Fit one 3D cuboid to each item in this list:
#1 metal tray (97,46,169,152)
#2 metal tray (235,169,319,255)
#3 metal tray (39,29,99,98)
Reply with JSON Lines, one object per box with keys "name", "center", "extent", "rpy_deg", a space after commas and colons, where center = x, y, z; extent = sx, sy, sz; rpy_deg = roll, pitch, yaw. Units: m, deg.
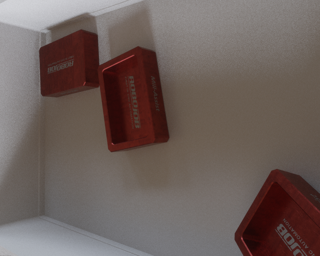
{"name": "metal tray", "center": [-0.040, -0.037, 0.434], "extent": [0.090, 0.030, 0.129], "rpy_deg": [-15, 81, 38]}
{"name": "metal tray", "center": [0.119, 0.106, 0.259], "extent": [0.130, 0.030, 0.089], "rpy_deg": [-115, 45, -64]}
{"name": "metal tray", "center": [-0.158, -0.106, 0.531], "extent": [0.130, 0.030, 0.089], "rpy_deg": [-6, 87, 39]}
